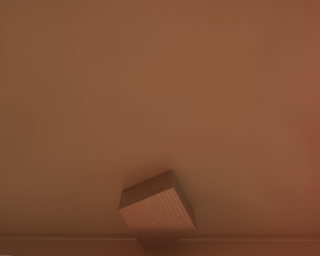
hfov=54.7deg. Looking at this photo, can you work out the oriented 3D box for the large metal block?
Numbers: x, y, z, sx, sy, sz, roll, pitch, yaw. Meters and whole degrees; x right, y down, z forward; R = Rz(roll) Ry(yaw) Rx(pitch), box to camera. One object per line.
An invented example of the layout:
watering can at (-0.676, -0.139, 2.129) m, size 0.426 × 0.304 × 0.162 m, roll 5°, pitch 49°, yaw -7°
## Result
large metal block at (-0.002, 0.118, 0.441) m, size 0.080 × 0.050 × 0.080 m, roll -25°, pitch 109°, yaw 8°
